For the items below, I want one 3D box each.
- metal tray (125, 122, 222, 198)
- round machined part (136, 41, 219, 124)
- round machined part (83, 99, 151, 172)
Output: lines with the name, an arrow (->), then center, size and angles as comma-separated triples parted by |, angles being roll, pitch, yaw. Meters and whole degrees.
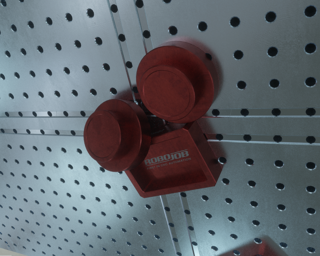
metal tray -> 0.008, 0.046, 0.430 | 0.130, 0.030, 0.090 | -18, 109, 35
round machined part -> 0.015, -0.047, 0.362 | 0.098, 0.042, 0.097 | 13, 124, 20
round machined part -> -0.063, 0.010, 0.411 | 0.098, 0.042, 0.097 | 1, 91, 36
